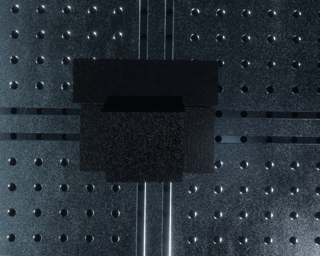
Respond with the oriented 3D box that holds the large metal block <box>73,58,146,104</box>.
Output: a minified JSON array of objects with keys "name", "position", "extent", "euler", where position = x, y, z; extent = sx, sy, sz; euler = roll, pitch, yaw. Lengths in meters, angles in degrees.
[{"name":"large metal block","position":[-0.056,-0.052,0.384],"extent":[0.081,0.080,0.050],"euler":[1,90,-1]}]

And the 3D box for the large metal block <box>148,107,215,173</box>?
[{"name":"large metal block","position":[0.025,0.014,0.399],"extent":[0.081,0.050,0.079],"euler":[1,90,-1]}]

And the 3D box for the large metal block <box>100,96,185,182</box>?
[{"name":"large metal block","position":[-0.017,0.011,0.334],"extent":[0.081,0.050,0.079],"euler":[0,114,-1]}]

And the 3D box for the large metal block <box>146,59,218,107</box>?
[{"name":"large metal block","position":[0.024,-0.051,0.385],"extent":[0.081,0.080,0.050],"euler":[1,90,-1]}]

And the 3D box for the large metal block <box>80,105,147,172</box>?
[{"name":"large metal block","position":[-0.056,0.013,0.398],"extent":[0.081,0.050,0.079],"euler":[1,90,-1]}]
